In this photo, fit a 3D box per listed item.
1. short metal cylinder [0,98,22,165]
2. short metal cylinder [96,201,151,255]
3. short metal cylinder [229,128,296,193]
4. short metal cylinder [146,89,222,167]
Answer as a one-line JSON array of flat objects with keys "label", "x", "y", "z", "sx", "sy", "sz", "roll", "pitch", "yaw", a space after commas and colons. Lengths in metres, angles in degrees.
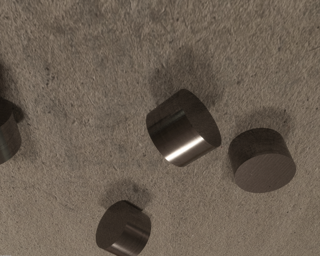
[{"label": "short metal cylinder", "x": -0.215, "y": 0.004, "z": 0.372, "sx": 0.081, "sy": 0.080, "sz": 0.050, "roll": 3, "pitch": 130, "yaw": -3}, {"label": "short metal cylinder", "x": -0.061, "y": 0.170, "z": 0.515, "sx": 0.080, "sy": 0.080, "sz": 0.050, "roll": -35, "pitch": 122, "yaw": 26}, {"label": "short metal cylinder", "x": 0.140, "y": 0.046, "z": 0.432, "sx": 0.081, "sy": 0.050, "sz": 0.079, "roll": 0, "pitch": 130, "yaw": 0}, {"label": "short metal cylinder", "x": 0.029, "y": 0.000, "z": 0.372, "sx": 0.050, "sy": 0.080, "sz": 0.080, "roll": -35, "pitch": 122, "yaw": 25}]
